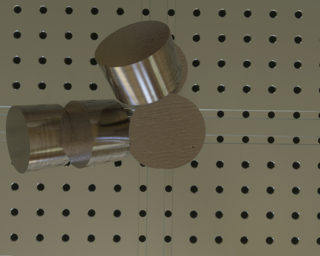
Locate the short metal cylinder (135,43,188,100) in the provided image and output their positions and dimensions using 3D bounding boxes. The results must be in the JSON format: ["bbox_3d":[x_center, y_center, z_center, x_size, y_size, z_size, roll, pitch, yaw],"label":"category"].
[{"bbox_3d":[-0.006,-0.071,0.400,0.081,0.050,0.079,0,90,0],"label":"short metal cylinder"}]

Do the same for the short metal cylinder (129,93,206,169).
[{"bbox_3d":[0.008,0.003,0.349,0.081,0.050,0.079,0,90,0],"label":"short metal cylinder"}]

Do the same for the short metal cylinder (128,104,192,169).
[{"bbox_3d":[-0.002,0.009,0.400,0.081,0.050,0.079,0,90,0],"label":"short metal cylinder"}]

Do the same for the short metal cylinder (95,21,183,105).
[{"bbox_3d":[-0.021,-0.070,0.329,0.080,0.080,0.050,-24,133,0],"label":"short metal cylinder"}]

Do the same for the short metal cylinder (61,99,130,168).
[{"bbox_3d":[-0.080,0.005,0.378,0.050,0.080,0.080,-7,90,-42],"label":"short metal cylinder"}]

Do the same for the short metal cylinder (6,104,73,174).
[{"bbox_3d":[-0.148,0.011,0.378,0.050,0.080,0.080,-8,90,-42],"label":"short metal cylinder"}]
